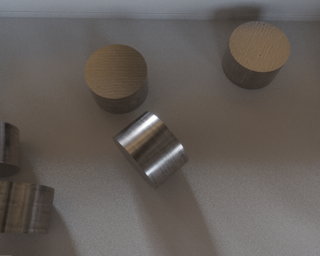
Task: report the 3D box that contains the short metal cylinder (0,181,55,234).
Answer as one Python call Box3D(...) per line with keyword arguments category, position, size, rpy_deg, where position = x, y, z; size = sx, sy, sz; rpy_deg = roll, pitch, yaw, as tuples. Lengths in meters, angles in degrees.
Box3D(category="short metal cylinder", position=(-0.163, 0.091, 0.346), size=(0.080, 0.080, 0.050), rpy_deg=(1, 70, 0))

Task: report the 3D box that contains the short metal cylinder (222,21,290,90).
Box3D(category="short metal cylinder", position=(0.132, -0.101, 0.434), size=(0.081, 0.050, 0.080), rpy_deg=(0, 70, 0))

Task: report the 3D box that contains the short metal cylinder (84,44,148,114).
Box3D(category="short metal cylinder", position=(-0.057, -0.065, 0.420), size=(0.081, 0.050, 0.080), rpy_deg=(0, 70, 0))

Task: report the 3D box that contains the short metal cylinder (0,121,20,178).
Box3D(category="short metal cylinder", position=(-0.211, 0.028, 0.369), size=(0.081, 0.080, 0.050), rpy_deg=(-9, 71, -3))

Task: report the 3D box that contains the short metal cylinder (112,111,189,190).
Box3D(category="short metal cylinder", position=(-0.012, 0.027, 0.371), size=(0.050, 0.080, 0.080), rpy_deg=(-39, 75, -13))
